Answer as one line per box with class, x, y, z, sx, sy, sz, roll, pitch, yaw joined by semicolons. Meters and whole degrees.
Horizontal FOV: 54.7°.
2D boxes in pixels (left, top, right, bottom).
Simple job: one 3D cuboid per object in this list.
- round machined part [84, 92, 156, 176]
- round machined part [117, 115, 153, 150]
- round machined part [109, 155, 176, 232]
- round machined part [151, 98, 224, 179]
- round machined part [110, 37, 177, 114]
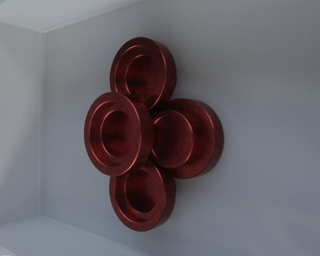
round machined part;-0.044;0.007;0.373;0.098;0.042;0.097;0;90;39
round machined part;-0.053;0.009;0.435;0.098;0.042;0.097;0;90;39
round machined part;-0.018;0.081;0.406;0.098;0.042;0.097;0;90;39
round machined part;0.023;0.013;0.372;0.098;0.042;0.097;0;90;39
round machined part;-0.017;-0.065;0.405;0.098;0.042;0.097;0;90;39
